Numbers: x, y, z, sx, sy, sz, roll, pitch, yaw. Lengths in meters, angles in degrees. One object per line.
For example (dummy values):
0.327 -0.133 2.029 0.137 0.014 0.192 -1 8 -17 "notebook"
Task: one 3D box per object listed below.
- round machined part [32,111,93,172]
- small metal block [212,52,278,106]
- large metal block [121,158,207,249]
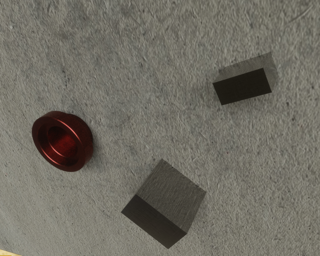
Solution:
-0.144 0.016 0.480 0.098 0.042 0.097 13 124 20 "round machined part"
0.087 -0.050 0.313 0.050 0.050 0.025 -14 111 33 "small metal block"
0.007 0.103 0.430 0.080 0.080 0.050 37 129 2 "large metal block"
